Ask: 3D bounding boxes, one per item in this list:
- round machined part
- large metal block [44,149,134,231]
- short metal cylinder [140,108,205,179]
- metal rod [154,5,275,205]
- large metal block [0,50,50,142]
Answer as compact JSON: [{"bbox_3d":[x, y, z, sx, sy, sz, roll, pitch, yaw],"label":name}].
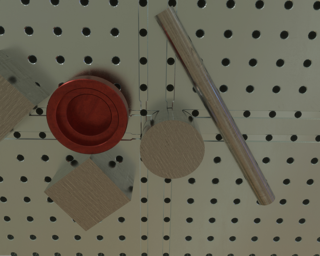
[{"bbox_3d":[-0.089,-0.019,0.396,0.099,0.042,0.097,0,111,-1],"label":"round machined part"},{"bbox_3d":[-0.095,0.081,0.429,0.080,0.050,0.080,-36,106,12],"label":"large metal block"},{"bbox_3d":[0.015,0.019,0.407,0.081,0.050,0.079,0,110,0],"label":"short metal cylinder"},{"bbox_3d":[0.080,-0.016,0.407,0.025,0.025,0.299,-29,108,10],"label":"metal rod"},{"bbox_3d":[-0.203,-0.037,0.385,0.080,0.050,0.080,-41,105,13],"label":"large metal block"}]
